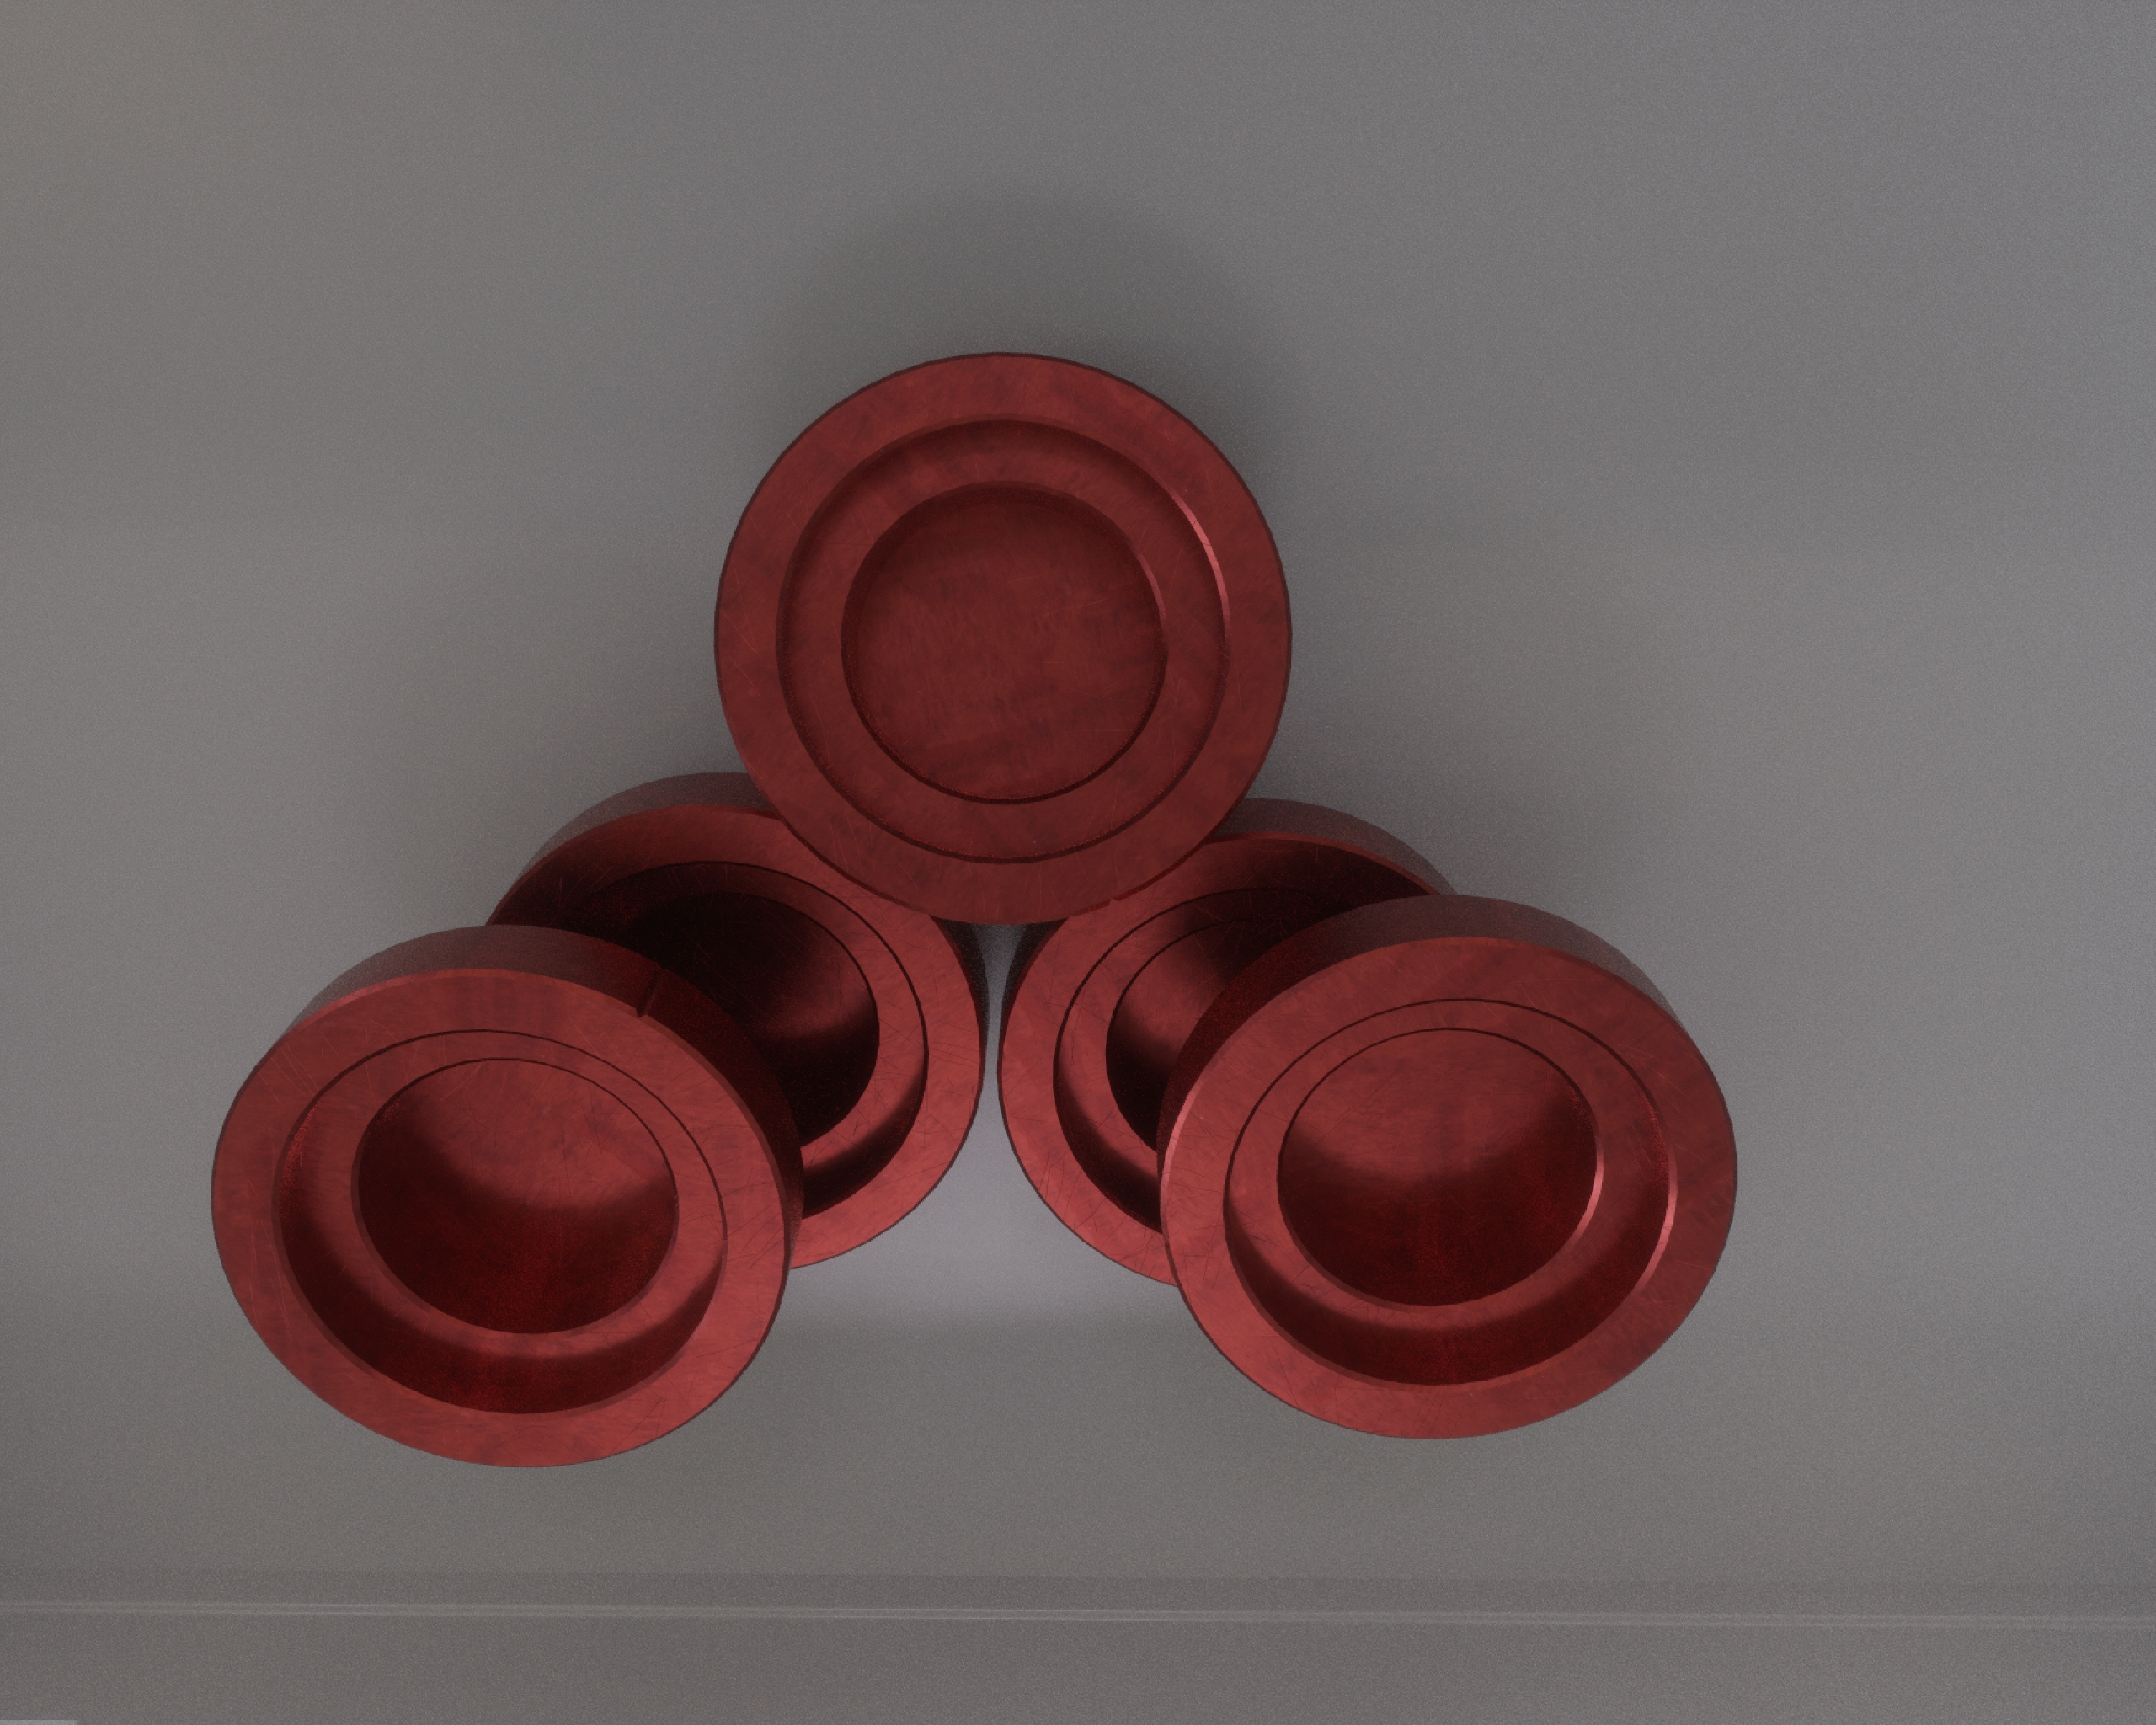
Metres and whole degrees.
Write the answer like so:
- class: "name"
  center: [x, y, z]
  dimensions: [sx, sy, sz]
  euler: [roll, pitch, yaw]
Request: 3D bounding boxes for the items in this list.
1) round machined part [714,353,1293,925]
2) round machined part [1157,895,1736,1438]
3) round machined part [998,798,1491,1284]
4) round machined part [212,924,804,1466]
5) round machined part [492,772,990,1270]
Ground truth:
- class: "round machined part"
  center: [-0.013, -0.039, 0.376]
  dimensions: [0.099, 0.042, 0.097]
  euler: [0, 92, -2]
- class: "round machined part"
  center: [0.063, 0.051, 0.376]
  dimensions: [0.099, 0.042, 0.097]
  euler: [0, 110, 0]
- class: "round machined part"
  center: [0.034, 0.033, 0.413]
  dimensions: [0.099, 0.042, 0.097]
  euler: [0, 110, 0]
- class: "round machined part"
  center: [-0.098, 0.056, 0.376]
  dimensions: [0.099, 0.042, 0.097]
  euler: [0, 110, 0]
- class: "round machined part"
  center: [-0.067, 0.028, 0.410]
  dimensions: [0.099, 0.042, 0.097]
  euler: [0, 110, 0]
